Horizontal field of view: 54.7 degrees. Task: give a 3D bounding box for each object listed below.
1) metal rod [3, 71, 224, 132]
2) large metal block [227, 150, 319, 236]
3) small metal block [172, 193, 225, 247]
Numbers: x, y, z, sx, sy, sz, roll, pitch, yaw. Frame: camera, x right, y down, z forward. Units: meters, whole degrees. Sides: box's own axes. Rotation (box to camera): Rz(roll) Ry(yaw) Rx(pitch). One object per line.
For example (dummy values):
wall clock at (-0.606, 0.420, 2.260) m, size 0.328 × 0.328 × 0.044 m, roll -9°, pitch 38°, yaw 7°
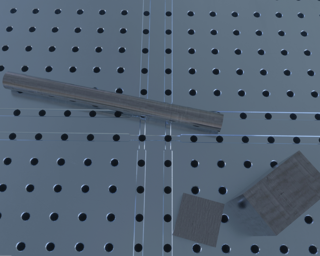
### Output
metal rod at (-0.065, -0.037, 0.424) m, size 0.302 × 0.025 × 0.025 m, roll 12°, pitch 70°, yaw 3°
large metal block at (0.132, 0.078, 0.356) m, size 0.080 × 0.080 × 0.050 m, roll -34°, pitch 74°, yaw -12°
small metal block at (0.046, 0.110, 0.372) m, size 0.050 × 0.025 × 0.050 m, roll 15°, pitch 71°, yaw 5°
